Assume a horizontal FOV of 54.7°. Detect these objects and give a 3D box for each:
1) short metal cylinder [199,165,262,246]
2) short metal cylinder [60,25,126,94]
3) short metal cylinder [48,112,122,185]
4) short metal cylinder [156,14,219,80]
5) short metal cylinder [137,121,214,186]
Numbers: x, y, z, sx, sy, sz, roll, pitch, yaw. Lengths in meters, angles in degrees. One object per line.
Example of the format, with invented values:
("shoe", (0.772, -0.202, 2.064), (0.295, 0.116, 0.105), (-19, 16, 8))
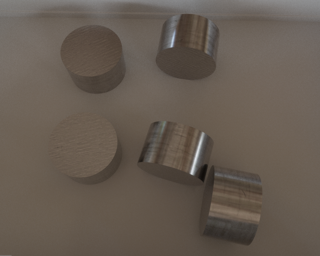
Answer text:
("short metal cylinder", (0.078, 0.086, 0.350), (0.050, 0.080, 0.080), (11, 70, 4))
("short metal cylinder", (-0.090, -0.094, 0.430), (0.081, 0.050, 0.080), (0, 70, 0))
("short metal cylinder", (-0.090, 0.027, 0.386), (0.081, 0.050, 0.080), (0, 70, 0))
("short metal cylinder", (0.038, -0.107, 0.420), (0.080, 0.080, 0.050), (9, 70, 3))
("short metal cylinder", (0.019, 0.032, 0.369), (0.080, 0.080, 0.050), (16, 71, 5))
